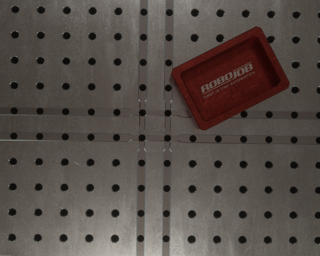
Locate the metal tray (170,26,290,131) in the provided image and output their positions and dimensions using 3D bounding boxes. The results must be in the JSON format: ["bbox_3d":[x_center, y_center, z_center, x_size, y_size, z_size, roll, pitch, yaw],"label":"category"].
[{"bbox_3d":[0.091,-0.064,0.411,0.131,0.030,0.090,-27,90,-1],"label":"metal tray"}]
